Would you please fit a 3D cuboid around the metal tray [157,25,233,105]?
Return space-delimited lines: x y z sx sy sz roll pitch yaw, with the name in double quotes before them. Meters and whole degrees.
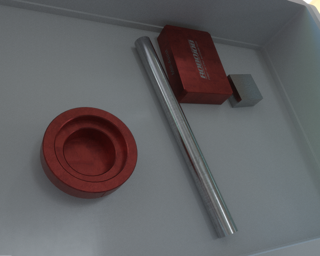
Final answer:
"metal tray" 0.054 -0.101 0.495 0.091 0.030 0.130 0 62 -29

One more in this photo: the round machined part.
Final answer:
"round machined part" -0.078 0.029 0.336 0.099 0.042 0.098 14 56 -21

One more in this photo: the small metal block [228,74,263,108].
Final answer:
"small metal block" 0.138 -0.063 0.521 0.050 0.025 0.050 -6 65 -31

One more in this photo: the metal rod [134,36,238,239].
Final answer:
"metal rod" 0.028 -0.001 0.423 0.025 0.025 0.299 -10 67 -33
